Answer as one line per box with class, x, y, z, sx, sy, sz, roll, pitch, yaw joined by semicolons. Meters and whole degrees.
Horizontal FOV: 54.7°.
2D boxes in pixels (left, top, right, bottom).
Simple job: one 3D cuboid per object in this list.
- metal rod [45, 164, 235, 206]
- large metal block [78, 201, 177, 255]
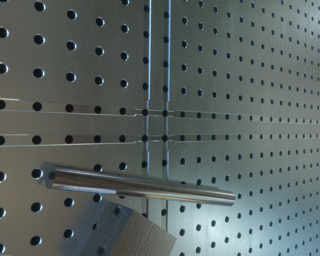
metal rod;0.000;0.083;0.411;0.302;0.025;0.025;16;80;-39
large metal block;-0.038;0.145;0.363;0.080;0.050;0.080;44;64;-32
